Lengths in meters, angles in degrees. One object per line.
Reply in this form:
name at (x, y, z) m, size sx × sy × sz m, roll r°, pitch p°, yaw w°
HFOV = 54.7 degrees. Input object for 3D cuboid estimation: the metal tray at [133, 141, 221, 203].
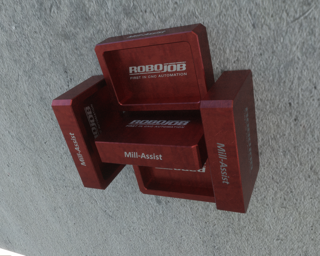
metal tray at (0.025, 0.053, 0.426) m, size 0.130 × 0.030 × 0.089 m, roll 1°, pitch 118°, yaw 27°

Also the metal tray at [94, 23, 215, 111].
metal tray at (-0.005, -0.067, 0.367) m, size 0.130 × 0.030 × 0.089 m, roll 0°, pitch 122°, yaw 28°

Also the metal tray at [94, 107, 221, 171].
metal tray at (0.000, 0.008, 0.373) m, size 0.130 × 0.090 × 0.030 m, roll 1°, pitch 120°, yaw 27°

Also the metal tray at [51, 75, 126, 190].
metal tray at (-0.082, 0.005, 0.413) m, size 0.030 × 0.090 × 0.129 m, roll 1°, pitch 119°, yaw 27°

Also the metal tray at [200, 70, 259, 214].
metal tray at (0.080, 0.013, 0.332) m, size 0.030 × 0.090 × 0.129 m, roll 1°, pitch 119°, yaw 28°
